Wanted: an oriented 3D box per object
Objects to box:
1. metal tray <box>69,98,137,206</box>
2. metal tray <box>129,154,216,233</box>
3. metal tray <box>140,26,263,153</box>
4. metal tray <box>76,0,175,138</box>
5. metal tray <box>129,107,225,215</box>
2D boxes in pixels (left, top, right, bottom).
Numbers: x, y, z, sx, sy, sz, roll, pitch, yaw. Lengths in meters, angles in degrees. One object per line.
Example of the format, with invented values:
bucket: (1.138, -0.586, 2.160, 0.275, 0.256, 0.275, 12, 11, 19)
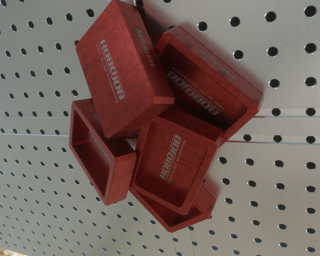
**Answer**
metal tray: (-0.085, 0.030, 0.430, 0.130, 0.030, 0.089, 47, 136, 35)
metal tray: (0.006, 0.089, 0.458, 0.130, 0.030, 0.090, 48, 128, -6)
metal tray: (0.040, -0.041, 0.360, 0.130, 0.030, 0.089, 40, 129, 0)
metal tray: (-0.045, -0.064, 0.351, 0.090, 0.030, 0.130, -34, 69, 38)
metal tray: (0.014, 0.041, 0.386, 0.090, 0.030, 0.129, 25, 127, 12)
